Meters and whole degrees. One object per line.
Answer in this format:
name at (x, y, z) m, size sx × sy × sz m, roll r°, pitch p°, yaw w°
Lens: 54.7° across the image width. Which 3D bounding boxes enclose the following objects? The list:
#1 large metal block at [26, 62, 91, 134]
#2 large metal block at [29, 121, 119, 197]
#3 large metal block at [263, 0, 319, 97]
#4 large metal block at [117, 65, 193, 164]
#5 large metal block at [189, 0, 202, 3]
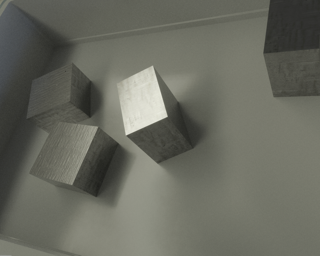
large metal block at (-0.161, -0.048, 0.501) m, size 0.080 × 0.050 × 0.080 m, roll -19°, pitch 54°, yaw 16°
large metal block at (-0.116, 0.041, 0.423) m, size 0.080 × 0.050 × 0.080 m, roll 7°, pitch 65°, yaw 30°
large metal block at (0.152, -0.090, 0.346) m, size 0.050 × 0.080 × 0.080 m, roll 1°, pitch 62°, yaw 28°
large metal block at (-0.006, -0.014, 0.381) m, size 0.050 × 0.080 × 0.080 m, roll -24°, pitch 53°, yaw 13°
large metal block at (0.085, -0.261, 0.507) m, size 0.080 × 0.050 × 0.080 m, roll 0°, pitch 62°, yaw 27°
